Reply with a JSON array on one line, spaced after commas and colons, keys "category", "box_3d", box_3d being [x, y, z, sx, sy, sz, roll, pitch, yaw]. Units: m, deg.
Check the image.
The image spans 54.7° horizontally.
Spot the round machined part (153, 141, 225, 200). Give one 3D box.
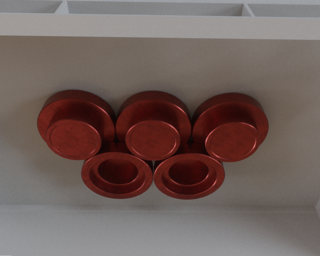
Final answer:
[{"category": "round machined part", "box_3d": [0.040, 0.056, 0.444, 0.099, 0.042, 0.097, 0, 130, 0]}]

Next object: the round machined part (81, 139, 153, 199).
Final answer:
[{"category": "round machined part", "box_3d": [-0.058, 0.055, 0.441, 0.099, 0.042, 0.097, 0, 130, 0]}]

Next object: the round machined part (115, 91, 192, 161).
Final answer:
[{"category": "round machined part", "box_3d": [-0.009, 0.004, 0.398, 0.099, 0.042, 0.097, 0, 129, 0]}]

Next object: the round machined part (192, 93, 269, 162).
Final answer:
[{"category": "round machined part", "box_3d": [0.091, 0.007, 0.401, 0.099, 0.042, 0.097, 0, 129, 0]}]

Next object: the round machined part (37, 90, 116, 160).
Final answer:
[{"category": "round machined part", "box_3d": [-0.107, 0.003, 0.396, 0.099, 0.042, 0.097, -1, 129, -1]}]
